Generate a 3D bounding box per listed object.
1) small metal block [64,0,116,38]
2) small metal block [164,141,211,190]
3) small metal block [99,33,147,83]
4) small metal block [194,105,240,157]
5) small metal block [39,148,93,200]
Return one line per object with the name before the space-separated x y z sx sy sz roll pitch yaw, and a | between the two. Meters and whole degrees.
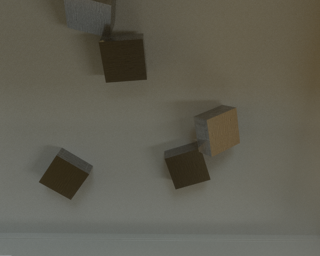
small metal block | -0.077 -0.133 0.347 0.050 0.025 0.050 13 153 -5
small metal block | 0.038 0.052 0.431 0.050 0.025 0.050 -17 109 6
small metal block | -0.043 -0.085 0.375 0.050 0.025 0.050 -4 121 1
small metal block | 0.074 0.003 0.400 0.050 0.025 0.050 -22 113 -28
small metal block | -0.131 0.064 0.434 0.050 0.025 0.050 33 107 -12
